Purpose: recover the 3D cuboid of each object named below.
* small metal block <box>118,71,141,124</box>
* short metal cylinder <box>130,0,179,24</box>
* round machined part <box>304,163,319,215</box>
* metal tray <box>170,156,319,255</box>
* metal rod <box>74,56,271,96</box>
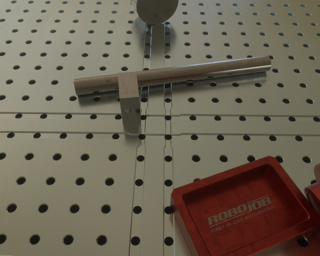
[{"bbox_3d":[-0.042,-0.041,0.426,0.025,0.050,0.050,-6,50,-5],"label":"small metal block"},{"bbox_3d":[-0.012,-0.242,0.575,0.081,0.080,0.050,-15,52,-13],"label":"short metal cylinder"},{"bbox_3d":[0.180,0.080,0.302,0.042,0.098,0.098,-29,52,7],"label":"round machined part"},{"bbox_3d":[0.087,0.090,0.329,0.131,0.030,0.090,-16,52,-14],"label":"metal tray"},{"bbox_3d":[0.024,-0.082,0.476,0.302,0.025,0.025,-8,51,-8],"label":"metal rod"}]
